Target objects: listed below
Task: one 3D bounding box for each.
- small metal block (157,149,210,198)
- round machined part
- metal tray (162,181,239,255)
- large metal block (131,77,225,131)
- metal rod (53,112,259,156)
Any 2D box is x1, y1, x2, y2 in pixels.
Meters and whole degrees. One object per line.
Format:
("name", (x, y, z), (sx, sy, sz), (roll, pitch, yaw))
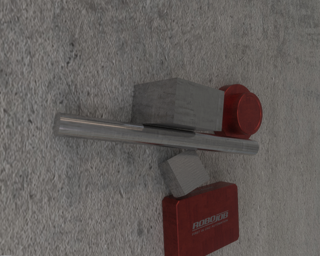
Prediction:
("small metal block", (0.033, 0.060, 0.421), (0.050, 0.025, 0.050), (-23, 83, -38))
("round machined part", (0.129, -0.023, 0.502), (0.099, 0.042, 0.097), (0, 90, -40))
("metal tray", (0.064, 0.135, 0.455), (0.131, 0.030, 0.089), (-5, 93, -40))
("large metal block", (0.021, -0.025, 0.387), (0.081, 0.080, 0.050), (9, 85, -40))
("metal rod", (0.019, 0.013, 0.400), (0.302, 0.025, 0.025), (8, 85, -33))
